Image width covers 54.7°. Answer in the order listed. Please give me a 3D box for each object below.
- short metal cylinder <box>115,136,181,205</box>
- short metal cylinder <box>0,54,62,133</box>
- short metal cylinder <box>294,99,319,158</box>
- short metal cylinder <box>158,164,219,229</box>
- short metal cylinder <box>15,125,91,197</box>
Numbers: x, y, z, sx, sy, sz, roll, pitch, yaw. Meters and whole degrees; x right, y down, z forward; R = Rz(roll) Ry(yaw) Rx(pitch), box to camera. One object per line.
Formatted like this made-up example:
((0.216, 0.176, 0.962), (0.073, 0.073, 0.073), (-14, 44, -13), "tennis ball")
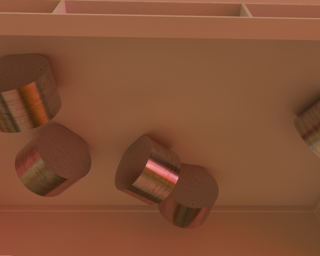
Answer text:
((-0.017, 0.058, 0.422), (0.050, 0.080, 0.080), (33, 123, -25), "short metal cylinder")
((-0.154, -0.040, 0.337), (0.080, 0.080, 0.050), (-3, 130, 2), "short metal cylinder")
((0.214, 0.004, 0.379), (0.080, 0.080, 0.050), (28, 124, -22), "short metal cylinder")
((0.041, 0.100, 0.459), (0.081, 0.080, 0.050), (8, 130, -7), "short metal cylinder")
((-0.139, 0.043, 0.408), (0.050, 0.080, 0.080), (-36, 122, 26), "short metal cylinder")
